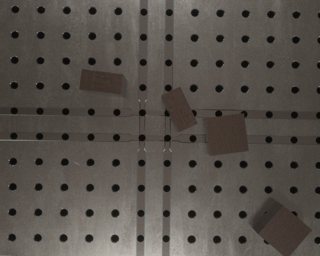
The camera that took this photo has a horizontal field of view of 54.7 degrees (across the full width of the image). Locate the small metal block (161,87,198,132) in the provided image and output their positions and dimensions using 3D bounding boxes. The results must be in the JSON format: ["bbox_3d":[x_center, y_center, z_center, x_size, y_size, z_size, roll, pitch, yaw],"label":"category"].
[{"bbox_3d":[0.024,-0.023,0.401,0.025,0.050,0.050,-26,90,0],"label":"small metal block"}]

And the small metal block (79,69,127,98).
[{"bbox_3d":[-0.071,-0.056,0.400,0.050,0.050,0.025,7,90,-1],"label":"small metal block"}]

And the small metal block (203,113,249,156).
[{"bbox_3d":[0.087,0.008,0.415,0.050,0.025,0.050,-7,90,-1],"label":"small metal block"}]

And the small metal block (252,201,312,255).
[{"bbox_3d":[0.163,0.136,0.416,0.050,0.025,0.050,41,90,-1],"label":"small metal block"}]
